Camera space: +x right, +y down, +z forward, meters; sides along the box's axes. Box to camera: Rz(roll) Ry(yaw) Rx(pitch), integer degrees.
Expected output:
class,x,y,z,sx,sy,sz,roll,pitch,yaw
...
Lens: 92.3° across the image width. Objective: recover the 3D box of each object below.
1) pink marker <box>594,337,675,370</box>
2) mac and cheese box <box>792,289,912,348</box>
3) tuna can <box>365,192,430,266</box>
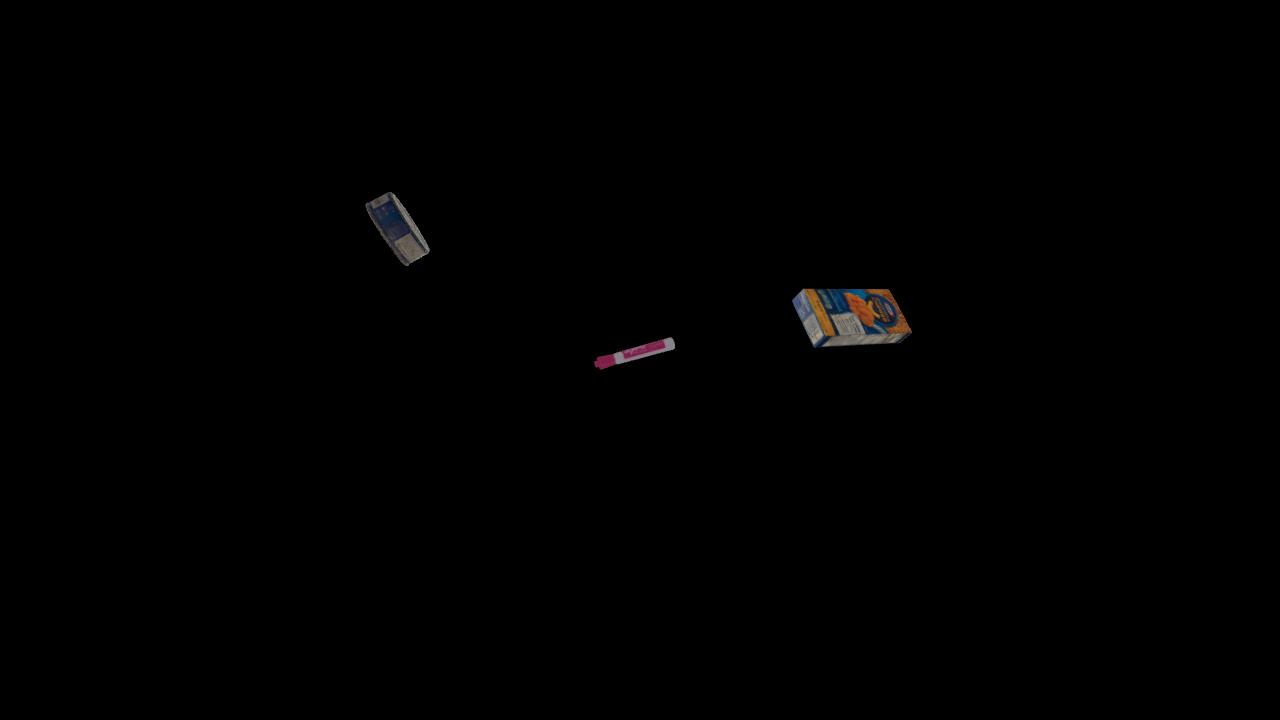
class,x,y,z,sx,sy,sz,roll,pitch,yaw
pink marker,-0.008,-0.009,0.891,0.121,0.020,0.020,-15,4,-15
mac and cheese box,0.344,-0.070,0.995,0.184,0.093,0.041,-4,-31,-25
tuna can,-0.290,-0.158,0.739,0.034,0.084,0.084,-32,4,-7
